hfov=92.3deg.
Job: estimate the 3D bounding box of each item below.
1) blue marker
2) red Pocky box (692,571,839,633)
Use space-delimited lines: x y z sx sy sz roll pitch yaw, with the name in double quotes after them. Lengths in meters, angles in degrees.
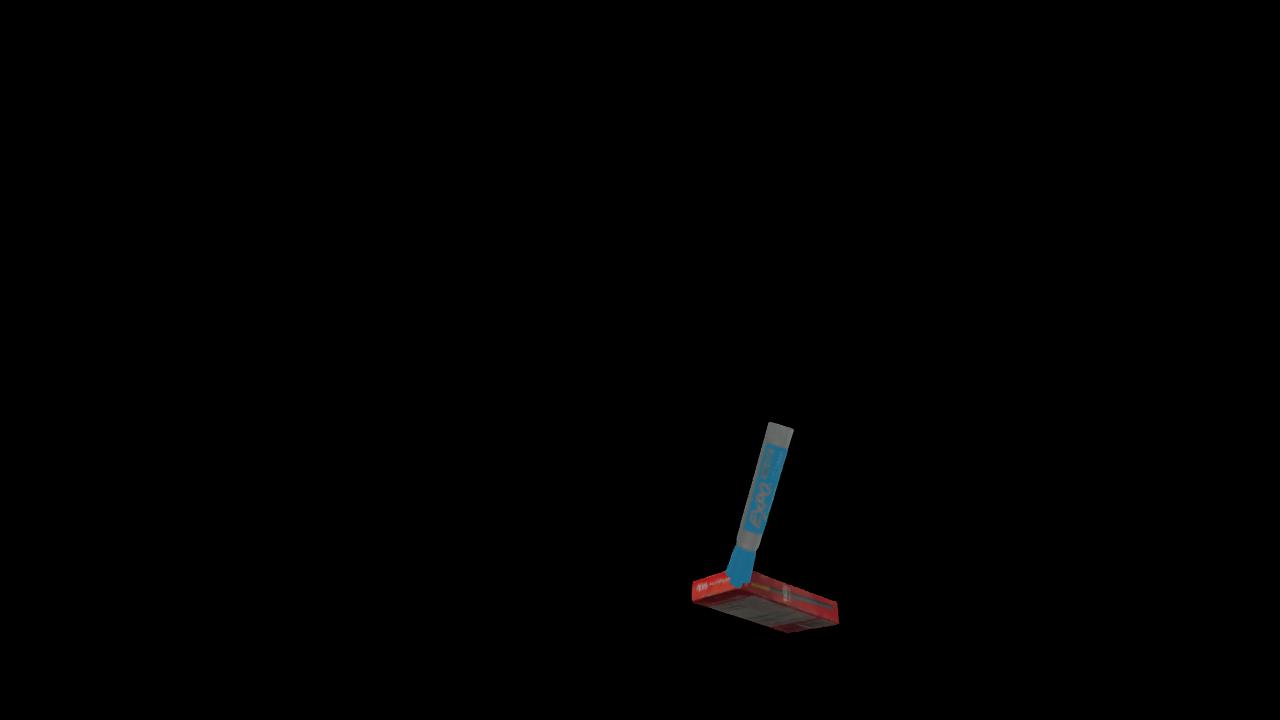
0.086 0.105 0.447 0.020 0.121 0.020 16 -1 0 "blue marker"
0.143 0.275 0.700 0.155 0.028 0.083 27 -40 -24 "red Pocky box"
